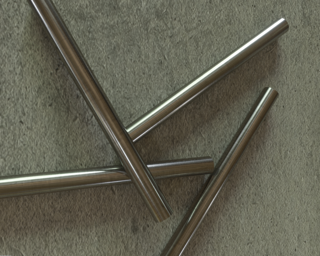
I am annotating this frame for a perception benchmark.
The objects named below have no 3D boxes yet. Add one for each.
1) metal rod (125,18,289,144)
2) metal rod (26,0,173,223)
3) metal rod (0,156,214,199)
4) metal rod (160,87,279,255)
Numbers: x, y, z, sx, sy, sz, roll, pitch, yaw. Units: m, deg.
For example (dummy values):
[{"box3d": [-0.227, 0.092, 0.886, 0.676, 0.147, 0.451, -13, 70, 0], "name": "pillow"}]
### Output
[{"box3d": [0.072, -0.072, 0.435, 0.301, 0.025, 0.025, -37, 102, -16], "name": "metal rod"}, {"box3d": [-0.068, -0.023, 0.366, 0.025, 0.025, 0.299, -31, 94, -17], "name": "metal rod"}, {"box3d": [-0.072, 0.060, 0.382, 0.303, 0.025, 0.025, -3, 91, -20], "name": "metal rod"}, {"box3d": [0.086, 0.067, 0.440, 0.025, 0.025, 0.300, 38, 78, -16], "name": "metal rod"}]
